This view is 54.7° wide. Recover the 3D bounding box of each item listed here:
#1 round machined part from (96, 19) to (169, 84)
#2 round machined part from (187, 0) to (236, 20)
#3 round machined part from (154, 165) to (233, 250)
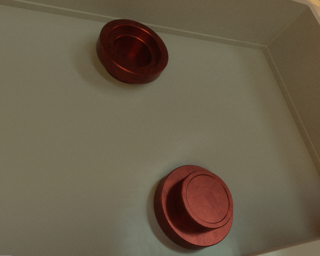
[{"bbox_3d":[-0.041,-0.101,0.434,0.099,0.042,0.098,14,56,-21],"label":"round machined part"},{"bbox_3d":[0.093,-0.249,0.599,0.099,0.042,0.098,14,56,-21],"label":"round machined part"},{"bbox_3d":[0.046,0.089,0.365,0.099,0.042,0.098,14,56,-21],"label":"round machined part"}]
